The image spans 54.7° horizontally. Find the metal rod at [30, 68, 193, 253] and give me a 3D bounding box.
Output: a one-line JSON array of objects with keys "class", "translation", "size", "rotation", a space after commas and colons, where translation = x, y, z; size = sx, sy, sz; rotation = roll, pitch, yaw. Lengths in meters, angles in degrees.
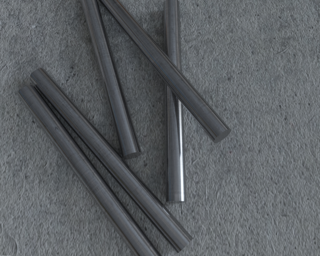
[{"class": "metal rod", "translation": [-0.071, 0.031, 0.396], "size": [0.025, 0.025, 0.300], "rotation": [-40, 75, -13]}]

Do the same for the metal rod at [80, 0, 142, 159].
[{"class": "metal rod", "translation": [-0.078, -0.099, 0.443], "size": [0.025, 0.025, 0.299], "rotation": [-16, 71, -6]}]

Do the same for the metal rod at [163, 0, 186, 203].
[{"class": "metal rod", "translation": [0.019, -0.051, 0.426], "size": [0.025, 0.025, 0.299], "rotation": [0, 70, 0]}]

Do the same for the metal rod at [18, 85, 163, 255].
[{"class": "metal rod", "translation": [-0.088, 0.060, 0.385], "size": [0.025, 0.025, 0.300], "rotation": [-37, 74, -12]}]

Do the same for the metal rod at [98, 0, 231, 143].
[{"class": "metal rod", "translation": [-0.008, -0.100, 0.423], "size": [0.025, 0.025, 0.300], "rotation": [-31, 65, -11]}]
